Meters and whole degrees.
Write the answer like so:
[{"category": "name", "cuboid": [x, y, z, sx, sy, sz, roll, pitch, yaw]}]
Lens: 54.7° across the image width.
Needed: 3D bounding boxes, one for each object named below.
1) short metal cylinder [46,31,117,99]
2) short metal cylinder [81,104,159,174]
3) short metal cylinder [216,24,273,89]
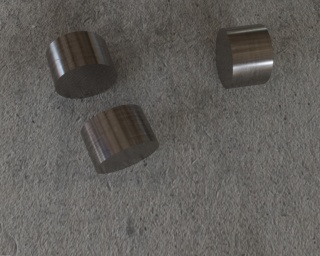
[{"category": "short metal cylinder", "cuboid": [-0.102, -0.081, 0.408, 0.080, 0.080, 0.050, -19, 71, -7]}, {"category": "short metal cylinder", "cuboid": [-0.048, 0.014, 0.373, 0.080, 0.080, 0.050, -24, 72, -8]}, {"category": "short metal cylinder", "cuboid": [0.110, -0.095, 0.414, 0.050, 0.080, 0.080, -8, 70, -3]}]
